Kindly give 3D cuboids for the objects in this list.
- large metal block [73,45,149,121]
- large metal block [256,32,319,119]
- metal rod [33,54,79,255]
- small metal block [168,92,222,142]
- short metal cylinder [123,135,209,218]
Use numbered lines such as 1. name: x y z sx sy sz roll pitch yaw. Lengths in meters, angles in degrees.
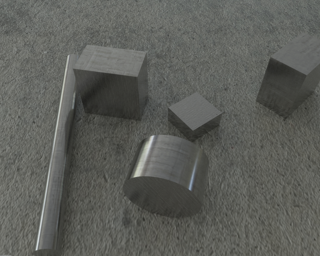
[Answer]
1. large metal block: -0.061 -0.060 0.417 0.080 0.080 0.050 8 51 7
2. large metal block: 0.187 -0.073 0.430 0.080 0.080 0.050 -37 59 -27
3. metal rod: -0.123 0.007 0.396 0.025 0.025 0.300 -4 50 -3
4. small metal block: 0.046 -0.015 0.417 0.050 0.025 0.050 -30 56 -23
5. short metal cylinder: 0.008 0.052 0.324 0.080 0.080 0.050 11 51 9
